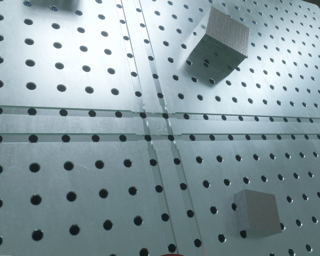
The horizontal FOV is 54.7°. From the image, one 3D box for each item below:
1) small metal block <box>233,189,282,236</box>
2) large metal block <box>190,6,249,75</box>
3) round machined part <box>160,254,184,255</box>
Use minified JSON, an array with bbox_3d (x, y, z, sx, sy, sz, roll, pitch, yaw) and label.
[{"bbox_3d":[0.128,0.112,0.408,0.050,0.025,0.050,14,56,-20],"label":"small metal block"},{"bbox_3d":[0.106,-0.153,0.542,0.080,0.050,0.080,25,53,-13],"label":"large metal block"},{"bbox_3d":[0.007,0.175,0.294,0.099,0.042,0.098,14,56,-21],"label":"round machined part"}]
